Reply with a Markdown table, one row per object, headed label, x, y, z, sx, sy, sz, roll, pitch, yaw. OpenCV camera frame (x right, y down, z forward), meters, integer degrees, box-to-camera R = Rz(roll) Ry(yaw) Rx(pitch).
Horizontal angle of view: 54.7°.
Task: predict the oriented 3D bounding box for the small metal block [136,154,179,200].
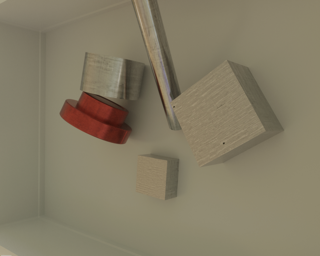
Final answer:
| label | x | y | z | sx | sy | sz | roll | pitch | yaw |
| --- | --- | --- | --- | --- | --- | --- | --- | --- | --- |
| small metal block | -0.004 | 0.063 | 0.408 | 0.050 | 0.025 | 0.050 | 6 | 94 | 39 |

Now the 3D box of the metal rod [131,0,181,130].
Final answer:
| label | x | y | z | sx | sy | sz | roll | pitch | yaw |
| --- | --- | --- | --- | --- | --- | --- | --- | --- | --- |
| metal rod | -0.015 | -0.125 | 0.311 | 0.025 | 0.025 | 0.298 | 12 | 133 | 39 |

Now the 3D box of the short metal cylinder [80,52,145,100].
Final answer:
| label | x | y | z | sx | sy | sz | roll | pitch | yaw |
| --- | --- | --- | --- | --- | --- | --- | --- | --- | --- |
| short metal cylinder | -0.064 | -0.070 | 0.422 | 0.080 | 0.081 | 0.050 | 18 | 101 | 38 |

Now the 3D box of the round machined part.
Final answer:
| label | x | y | z | sx | sy | sz | roll | pitch | yaw |
| --- | --- | --- | --- | --- | --- | --- | --- | --- | --- |
| round machined part | -0.082 | -0.019 | 0.426 | 0.098 | 0.098 | 0.042 | 31 | 97 | 35 |

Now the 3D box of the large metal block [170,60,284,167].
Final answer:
| label | x | y | z | sx | sy | sz | roll | pitch | yaw |
| --- | --- | --- | --- | --- | --- | --- | --- | --- | --- |
| large metal block | 0.069 | -0.013 | 0.332 | 0.080 | 0.050 | 0.080 | -36 | 68 | 34 |
